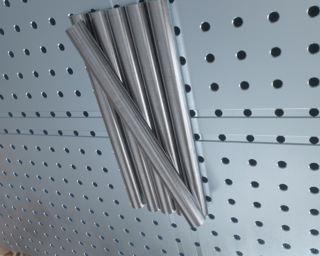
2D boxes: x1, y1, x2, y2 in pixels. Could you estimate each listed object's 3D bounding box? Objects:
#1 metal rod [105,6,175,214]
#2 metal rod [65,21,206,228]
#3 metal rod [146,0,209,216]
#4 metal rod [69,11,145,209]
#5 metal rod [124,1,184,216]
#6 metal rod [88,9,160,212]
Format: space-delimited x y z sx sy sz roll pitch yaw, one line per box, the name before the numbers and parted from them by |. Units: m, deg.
metal rod | -0.018 -0.006 0.417 0.025 0.025 0.298 1 119 28
metal rod | -0.023 0.006 0.395 0.025 0.025 0.299 -21 107 36
metal rod | 0.028 -0.006 0.394 0.025 0.025 0.298 1 119 28
metal rod | -0.066 -0.008 0.441 0.025 0.025 0.298 1 119 28
metal rod | 0.005 -0.006 0.406 0.025 0.025 0.298 1 119 28
metal rod | -0.040 -0.006 0.428 0.025 0.025 0.298 1 119 28
